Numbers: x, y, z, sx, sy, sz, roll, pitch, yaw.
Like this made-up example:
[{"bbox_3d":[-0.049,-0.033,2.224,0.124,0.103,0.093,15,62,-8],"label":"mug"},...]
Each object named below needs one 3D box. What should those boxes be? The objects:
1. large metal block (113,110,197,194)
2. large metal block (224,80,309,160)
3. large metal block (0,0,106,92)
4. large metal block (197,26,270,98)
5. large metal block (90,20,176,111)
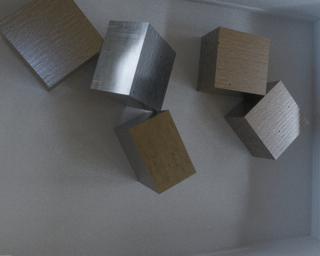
[{"bbox_3d":[-0.010,0.026,0.379,0.050,0.080,0.080,-27,99,-18],"label":"large metal block"},{"bbox_3d":[0.157,-0.011,0.457,0.080,0.050,0.080,-43,104,-15],"label":"large metal block"},{"bbox_3d":[-0.121,-0.099,0.353,0.080,0.050,0.080,-42,104,-16],"label":"large metal block"},{"bbox_3d":[0.103,-0.088,0.437,0.081,0.050,0.080,6,88,-20],"label":"large metal block"},{"bbox_3d":[-0.028,-0.069,0.366,0.080,0.050,0.080,25,78,-64],"label":"large metal block"}]
